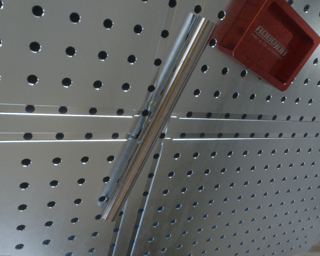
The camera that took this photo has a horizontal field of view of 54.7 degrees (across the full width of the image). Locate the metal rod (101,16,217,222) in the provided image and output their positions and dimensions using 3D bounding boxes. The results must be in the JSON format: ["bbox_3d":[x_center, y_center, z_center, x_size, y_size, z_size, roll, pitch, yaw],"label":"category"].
[{"bbox_3d":[-0.009,0.000,0.408,0.025,0.025,0.298,15,110,-35],"label":"metal rod"}]

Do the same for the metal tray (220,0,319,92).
[{"bbox_3d":[0.153,-0.115,0.422,0.131,0.030,0.090,22,107,-37],"label":"metal tray"}]
